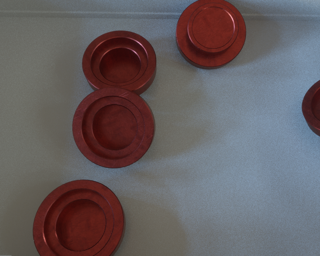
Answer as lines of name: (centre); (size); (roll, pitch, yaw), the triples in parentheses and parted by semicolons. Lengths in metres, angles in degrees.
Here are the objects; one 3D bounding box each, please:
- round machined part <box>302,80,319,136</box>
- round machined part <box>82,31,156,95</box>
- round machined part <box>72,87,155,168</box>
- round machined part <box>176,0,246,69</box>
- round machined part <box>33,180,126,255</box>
round machined part: (0.238, -0.023, 0.394); (0.098, 0.042, 0.098); (-22, 45, 25)
round machined part: (-0.054, -0.082, 0.430); (0.099, 0.042, 0.098); (0, 70, 0)
round machined part: (-0.054, -0.001, 0.388); (0.099, 0.042, 0.097); (0, 94, 4)
round machined part: (0.072, -0.134, 0.434); (0.099, 0.042, 0.097); (0, 91, 1)
round machined part: (-0.089, 0.112, 0.356); (0.099, 0.042, 0.098); (0, 65, -1)
